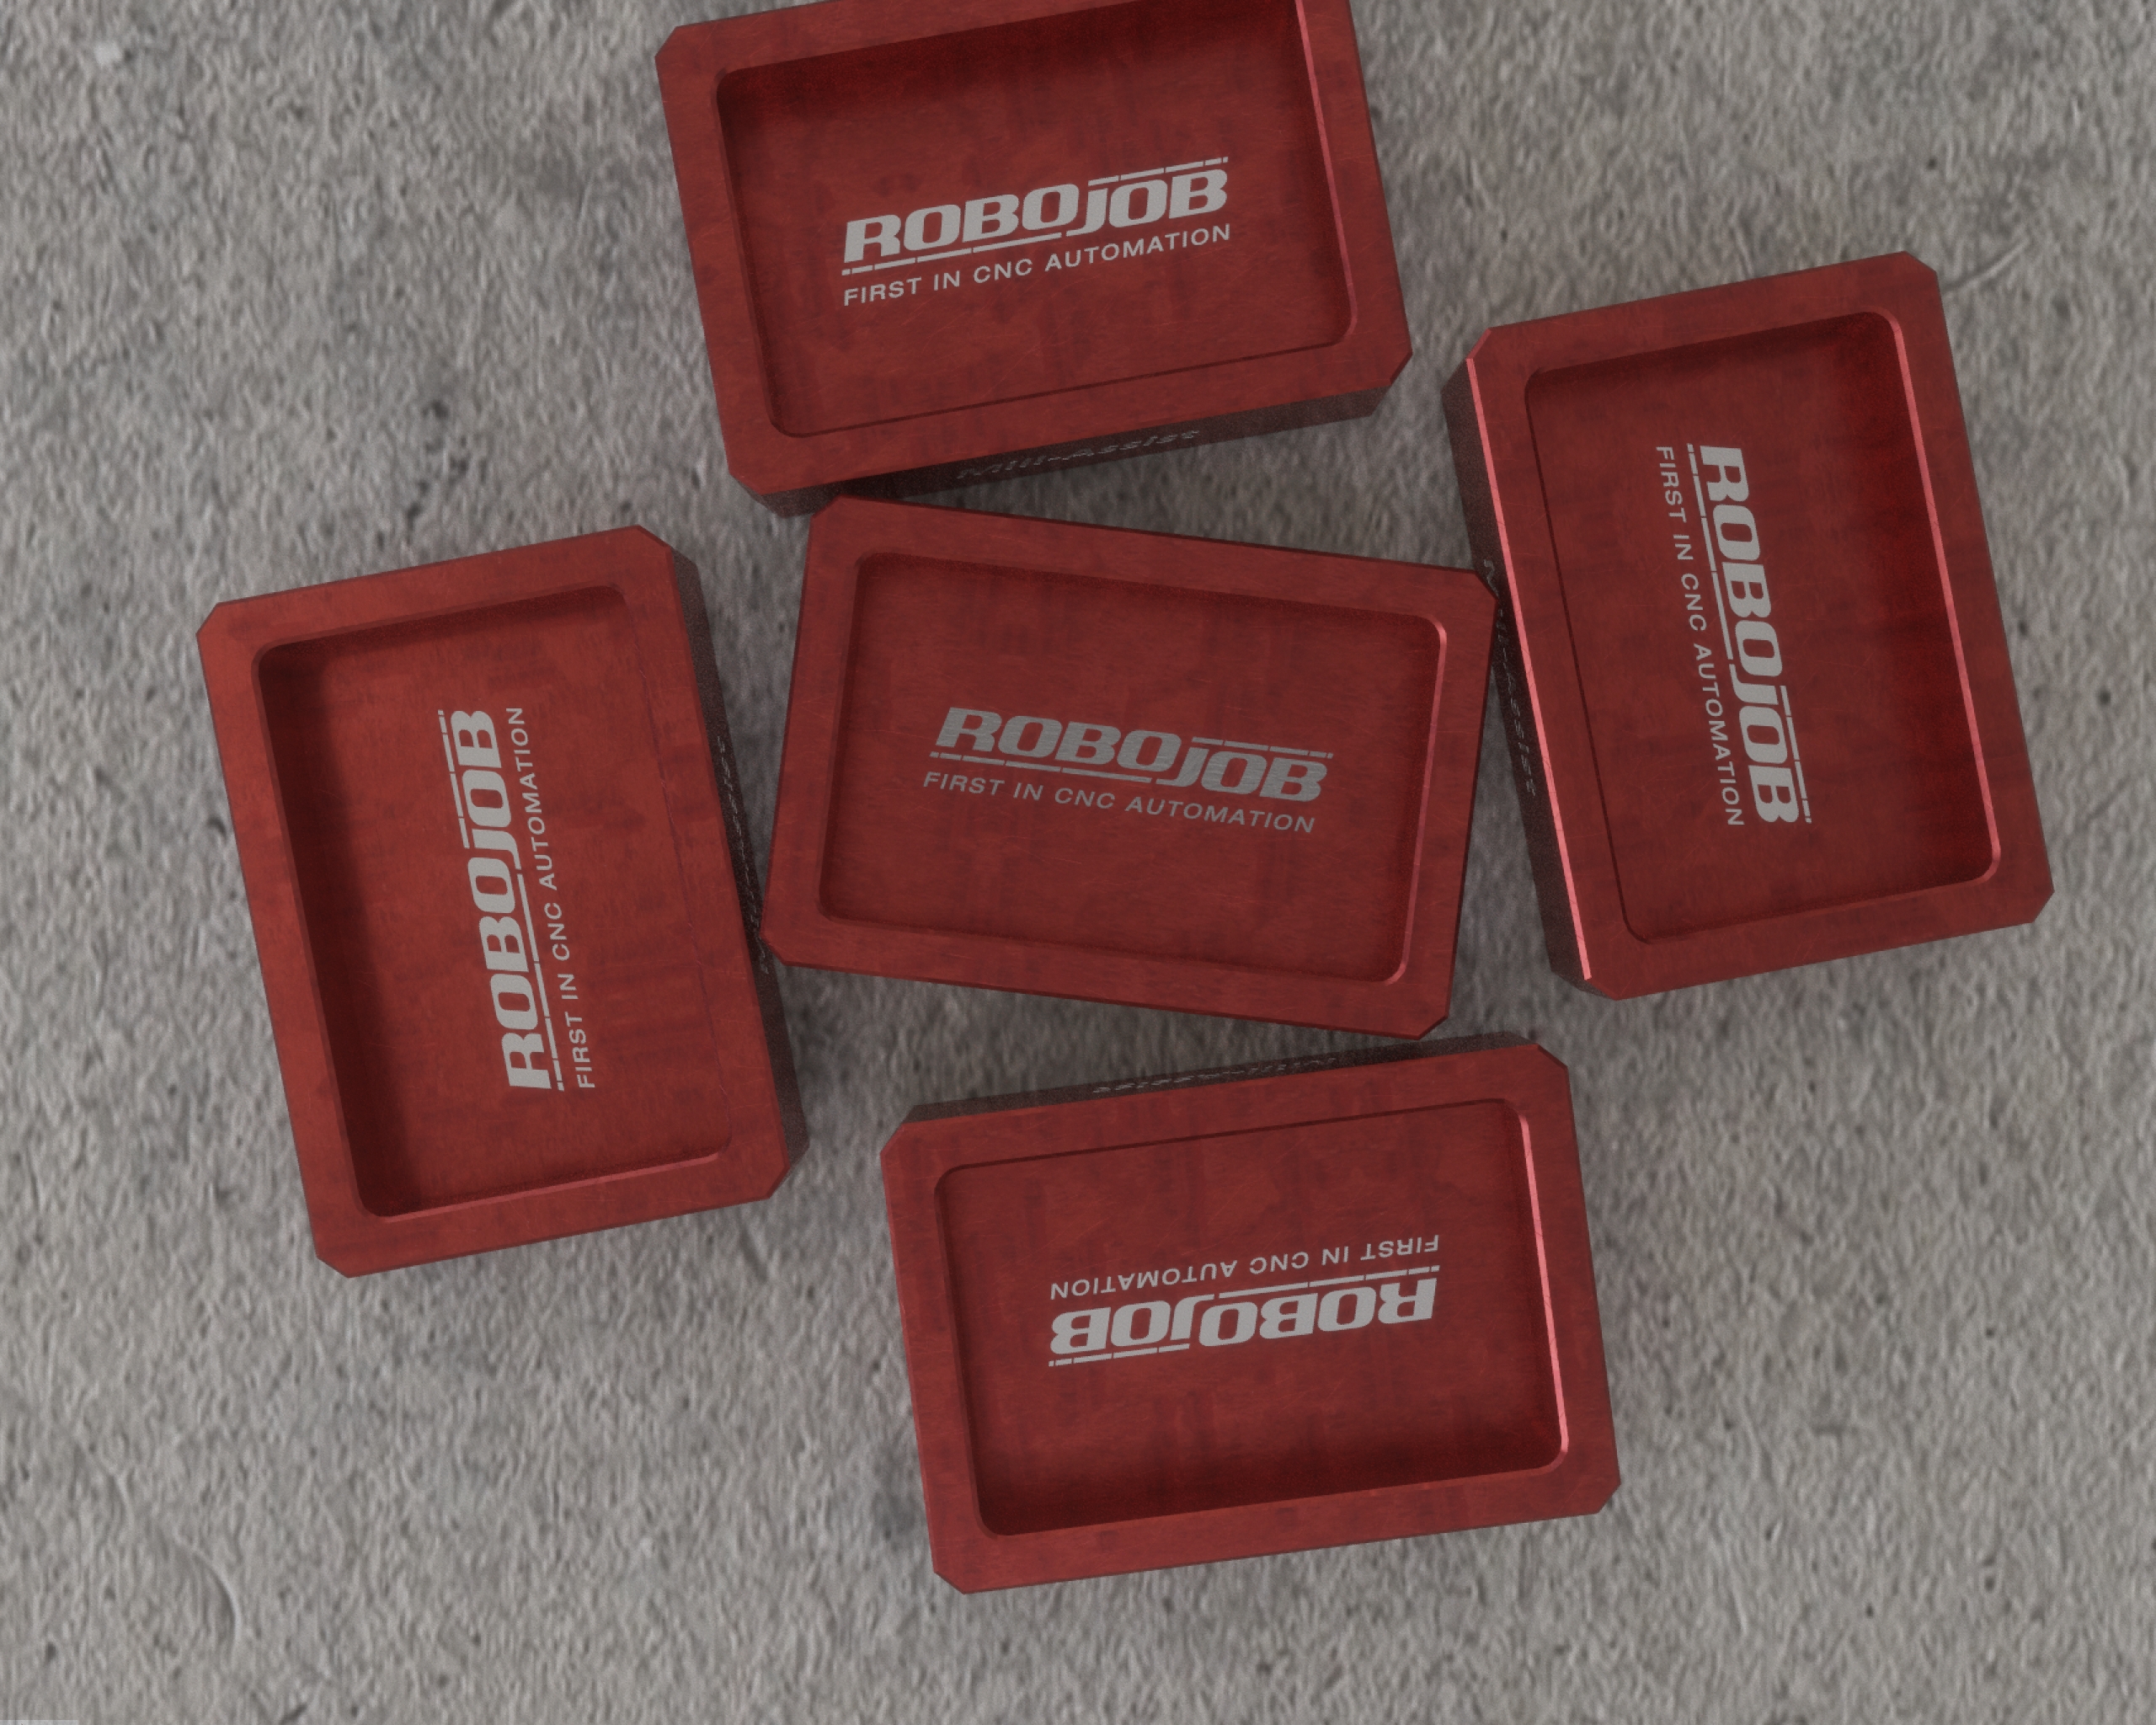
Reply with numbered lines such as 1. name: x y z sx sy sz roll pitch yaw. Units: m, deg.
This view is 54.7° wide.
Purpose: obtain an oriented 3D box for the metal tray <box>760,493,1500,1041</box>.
1. metal tray: 0.010 -0.018 0.407 0.131 0.030 0.089 7 90 0

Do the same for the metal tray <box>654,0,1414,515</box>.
1. metal tray: -0.008 -0.124 0.407 0.131 0.030 0.089 -10 90 0

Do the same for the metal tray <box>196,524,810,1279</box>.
1. metal tray: -0.110 0.007 0.406 0.091 0.030 0.129 -11 90 0

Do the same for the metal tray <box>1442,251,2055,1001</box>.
1. metal tray: 0.129 -0.045 0.408 0.091 0.030 0.129 -11 90 0

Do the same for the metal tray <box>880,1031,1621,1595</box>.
1. metal tray: 0.033 0.086 0.407 0.131 0.030 0.089 -7 90 0
